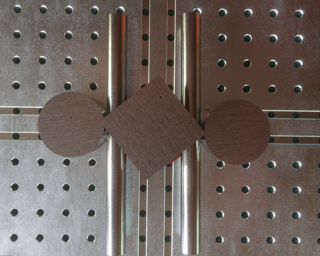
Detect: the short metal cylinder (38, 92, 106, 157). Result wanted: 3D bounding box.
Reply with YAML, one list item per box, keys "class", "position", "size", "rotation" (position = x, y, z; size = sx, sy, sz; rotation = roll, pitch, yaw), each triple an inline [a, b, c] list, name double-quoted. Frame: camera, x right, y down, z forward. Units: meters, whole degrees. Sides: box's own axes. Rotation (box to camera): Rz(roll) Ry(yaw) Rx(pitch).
- class: "short metal cylinder"
  position: [-0.108, -0.004, 0.400]
  size: [0.081, 0.050, 0.080]
  rotation: [0, 90, 0]

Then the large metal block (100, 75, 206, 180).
- class: "large metal block"
  position: [-0.008, -0.001, 0.353]
  size: [0.080, 0.050, 0.080]
  rotation: [-38, 90, 0]

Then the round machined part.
- class: "round machined part"
  position: [-0.008, 0.003, 0.405]
  size: [0.099, 0.042, 0.097]
  rotation: [0, 90, 0]

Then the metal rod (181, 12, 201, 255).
- class: "metal rod"
  position: [0.039, 0.007, 0.392]
  size: [0.025, 0.025, 0.298]
  rotation: [0, 90, 0]

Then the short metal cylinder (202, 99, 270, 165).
- class: "short metal cylinder"
  position: [0.094, 0.005, 0.401]
  size: [0.081, 0.050, 0.080]
  rotation: [0, 90, 0]

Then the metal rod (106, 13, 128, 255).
- class: "metal rod"
  position: [-0.055, 0.008, 0.392]
  size: [0.025, 0.025, 0.298]
  rotation: [0, 90, 0]
